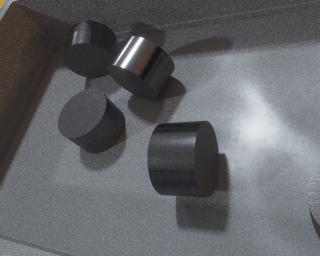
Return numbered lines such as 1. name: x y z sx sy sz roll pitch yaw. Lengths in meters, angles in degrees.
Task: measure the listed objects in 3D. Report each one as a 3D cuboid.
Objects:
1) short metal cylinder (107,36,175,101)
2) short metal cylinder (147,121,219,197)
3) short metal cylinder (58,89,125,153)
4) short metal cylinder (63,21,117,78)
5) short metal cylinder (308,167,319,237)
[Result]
1. short metal cylinder: -0.026 -0.082 0.435 0.080 0.080 0.050 20 73 35
2. short metal cylinder: 0.028 0.033 0.335 0.050 0.080 0.080 -3 60 27
3. short metal cylinder: -0.098 -0.010 0.447 0.080 0.050 0.080 -13 56 21
4. short metal cylinder: -0.113 -0.127 0.508 0.080 0.080 0.050 -13 56 21
5. short metal cylinder: 0.169 0.066 0.260 0.080 0.050 0.080 -13 56 21
